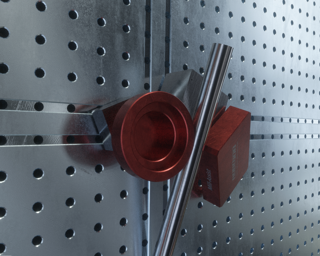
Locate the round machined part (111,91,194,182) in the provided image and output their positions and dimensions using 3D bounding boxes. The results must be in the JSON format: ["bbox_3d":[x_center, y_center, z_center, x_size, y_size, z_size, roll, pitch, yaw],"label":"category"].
[{"bbox_3d":[-0.011,0.009,0.349,0.099,0.042,0.097,-1,91,-37],"label":"round machined part"}]

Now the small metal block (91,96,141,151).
[{"bbox_3d":[-0.046,-0.006,0.367,0.050,0.025,0.050,-28,108,-37],"label":"small metal block"}]

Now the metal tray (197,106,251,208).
[{"bbox_3d":[0.095,0.044,0.449,0.090,0.030,0.129,-46,142,-30],"label":"metal tray"}]

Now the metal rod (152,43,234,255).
[{"bbox_3d":[0.035,0.047,0.383,0.025,0.025,0.298,8,101,-40],"label":"metal rod"}]

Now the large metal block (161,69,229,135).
[{"bbox_3d":[0.041,-0.023,0.424,0.080,0.050,0.080,29,72,-37],"label":"large metal block"}]
